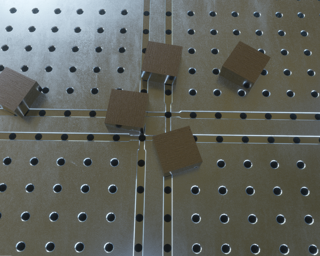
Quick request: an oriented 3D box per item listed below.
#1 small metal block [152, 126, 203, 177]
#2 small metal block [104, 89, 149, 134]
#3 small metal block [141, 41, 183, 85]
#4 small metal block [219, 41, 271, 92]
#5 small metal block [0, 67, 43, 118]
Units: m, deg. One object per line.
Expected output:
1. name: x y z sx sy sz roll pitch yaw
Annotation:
1. small metal block: 0.022 0.030 0.401 0.050 0.025 0.050 -16 71 -6
2. small metal block: -0.044 -0.022 0.419 0.050 0.025 0.050 7 70 2
3. small metal block: 0.003 -0.094 0.446 0.050 0.025 0.050 10 70 3
4. small metal block: 0.122 -0.089 0.446 0.050 0.025 0.050 32 73 10
5. small metal block: -0.201 -0.049 0.427 0.050 0.025 0.050 26 72 8
